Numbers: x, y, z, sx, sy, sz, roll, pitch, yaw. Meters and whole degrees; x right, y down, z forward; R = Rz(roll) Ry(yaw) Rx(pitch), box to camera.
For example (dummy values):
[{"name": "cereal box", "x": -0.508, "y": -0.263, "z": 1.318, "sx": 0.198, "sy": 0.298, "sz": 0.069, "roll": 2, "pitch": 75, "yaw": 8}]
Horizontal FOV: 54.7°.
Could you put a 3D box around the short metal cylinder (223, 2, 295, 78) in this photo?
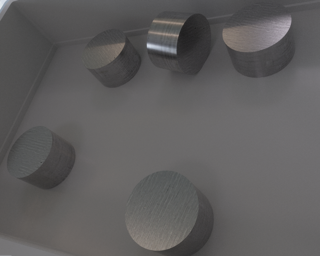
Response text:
[{"name": "short metal cylinder", "x": 0.125, "y": -0.111, "z": 0.392, "sx": 0.080, "sy": 0.050, "sz": 0.080, "roll": -13, "pitch": 56, "yaw": 21}]

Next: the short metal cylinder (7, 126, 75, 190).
[{"name": "short metal cylinder", "x": -0.173, "y": 0.044, "z": 0.454, "sx": 0.080, "sy": 0.050, "sz": 0.080, "roll": -13, "pitch": 56, "yaw": 21}]

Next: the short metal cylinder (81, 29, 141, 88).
[{"name": "short metal cylinder", "x": -0.078, "y": -0.112, "z": 0.499, "sx": 0.080, "sy": 0.050, "sz": 0.080, "roll": -13, "pitch": 56, "yaw": 21}]

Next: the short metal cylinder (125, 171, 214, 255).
[{"name": "short metal cylinder", "x": 0.011, "y": 0.092, "z": 0.328, "sx": 0.080, "sy": 0.050, "sz": 0.080, "roll": -13, "pitch": 56, "yaw": 21}]

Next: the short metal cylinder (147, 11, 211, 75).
[{"name": "short metal cylinder", "x": 0.028, "y": -0.118, "z": 0.428, "sx": 0.050, "sy": 0.080, "sz": 0.080, "roll": 21, "pitch": 73, "yaw": 36}]
